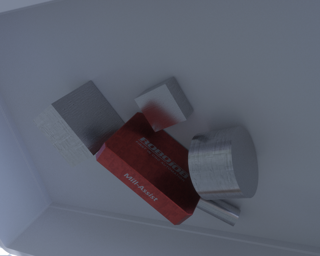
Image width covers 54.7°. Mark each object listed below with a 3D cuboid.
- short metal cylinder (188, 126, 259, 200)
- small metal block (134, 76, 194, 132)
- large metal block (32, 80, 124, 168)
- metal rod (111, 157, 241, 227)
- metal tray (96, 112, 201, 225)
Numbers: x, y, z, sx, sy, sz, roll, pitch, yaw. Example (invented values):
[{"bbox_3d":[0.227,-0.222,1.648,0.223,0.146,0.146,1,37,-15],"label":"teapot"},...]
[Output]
[{"bbox_3d":[0.075,0.041,0.356,0.050,0.080,0.080,-12,113,34],"label":"short metal cylinder"},{"bbox_3d":[0.005,-0.029,0.384,0.050,0.025,0.050,-22,107,35],"label":"small metal block"},{"bbox_3d":[-0.107,-0.007,0.421,0.050,0.080,0.080,-29,102,37],"label":"large metal block"},{"bbox_3d":[-0.027,0.061,0.457,0.301,0.025,0.025,25,127,12],"label":"metal rod"},{"bbox_3d":[-0.004,0.047,0.394,0.130,0.090,0.030,40,128,1],"label":"metal tray"}]
